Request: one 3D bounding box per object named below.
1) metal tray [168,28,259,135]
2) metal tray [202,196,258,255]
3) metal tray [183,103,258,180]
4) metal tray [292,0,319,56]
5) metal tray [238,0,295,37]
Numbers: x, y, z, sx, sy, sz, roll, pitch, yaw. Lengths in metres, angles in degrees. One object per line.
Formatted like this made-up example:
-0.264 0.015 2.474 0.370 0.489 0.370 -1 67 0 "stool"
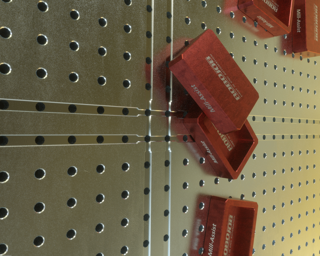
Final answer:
0.081 -0.067 0.445 0.130 0.030 0.090 50 52 -12 "metal tray"
0.113 0.180 0.499 0.091 0.030 0.129 16 80 -39 "metal tray"
0.100 0.006 0.487 0.090 0.030 0.130 -51 120 -28 "metal tray"
0.324 -0.225 0.675 0.091 0.030 0.129 -3 92 -40 "metal tray"
0.199 -0.237 0.570 0.131 0.030 0.090 15 80 -39 "metal tray"
